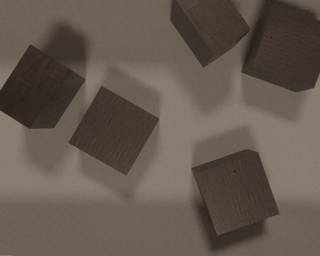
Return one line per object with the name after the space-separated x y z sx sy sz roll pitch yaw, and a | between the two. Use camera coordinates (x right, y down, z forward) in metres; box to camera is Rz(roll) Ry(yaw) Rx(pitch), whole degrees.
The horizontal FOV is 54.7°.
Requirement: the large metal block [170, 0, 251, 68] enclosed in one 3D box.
0.058 -0.129 0.385 0.050 0.080 0.080 -35 90 0 | large metal block

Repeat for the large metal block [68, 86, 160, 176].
-0.056 0.003 0.398 0.080 0.050 0.080 30 90 -1 | large metal block

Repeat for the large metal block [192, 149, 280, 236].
0.094 0.080 0.400 0.080 0.050 0.080 -19 90 -1 | large metal block

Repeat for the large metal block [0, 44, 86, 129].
-0.144 -0.046 0.382 0.050 0.080 0.080 33 90 -1 | large metal block

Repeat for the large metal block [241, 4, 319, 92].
0.164 -0.100 0.401 0.080 0.050 0.080 20 90 -1 | large metal block
